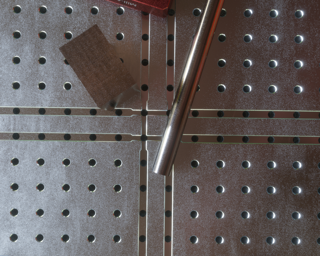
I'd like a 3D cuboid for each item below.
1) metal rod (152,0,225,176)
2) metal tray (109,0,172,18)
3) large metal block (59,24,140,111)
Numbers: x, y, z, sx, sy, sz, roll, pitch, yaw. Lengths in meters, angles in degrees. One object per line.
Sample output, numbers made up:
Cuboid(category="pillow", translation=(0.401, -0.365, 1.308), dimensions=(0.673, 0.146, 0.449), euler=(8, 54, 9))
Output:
Cuboid(category="metal rod", translation=(0.046, -0.082, 0.413), dimensions=(0.025, 0.025, 0.298), euler=(17, 90, 0))
Cuboid(category="metal tray", translation=(-0.040, -0.212, 0.410), dimensions=(0.131, 0.030, 0.090), euler=(18, 90, 0))
Cuboid(category="large metal block", translation=(-0.070, -0.070, 0.385), dimensions=(0.050, 0.080, 0.080), euler=(-34, 90, 0))
